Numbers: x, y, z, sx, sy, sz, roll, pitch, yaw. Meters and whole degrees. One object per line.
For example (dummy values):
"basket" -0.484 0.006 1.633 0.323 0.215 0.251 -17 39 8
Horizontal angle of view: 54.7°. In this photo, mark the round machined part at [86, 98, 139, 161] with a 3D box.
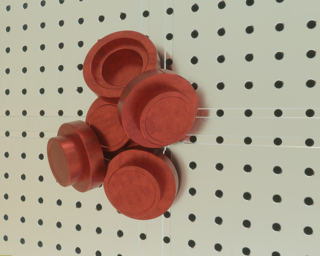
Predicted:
"round machined part" -0.061 -0.003 0.423 0.098 0.042 0.097 0 90 19

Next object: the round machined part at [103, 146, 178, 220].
"round machined part" -0.028 0.075 0.399 0.098 0.042 0.097 3 102 13

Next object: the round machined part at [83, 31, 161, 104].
"round machined part" -0.047 -0.075 0.407 0.098 0.042 0.098 -5 68 12

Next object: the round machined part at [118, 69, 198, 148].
"round machined part" 0.002 -0.018 0.371 0.098 0.099 0.042 -58 33 11

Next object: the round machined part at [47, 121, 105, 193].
"round machined part" -0.119 0.041 0.419 0.098 0.042 0.097 20 117 45
